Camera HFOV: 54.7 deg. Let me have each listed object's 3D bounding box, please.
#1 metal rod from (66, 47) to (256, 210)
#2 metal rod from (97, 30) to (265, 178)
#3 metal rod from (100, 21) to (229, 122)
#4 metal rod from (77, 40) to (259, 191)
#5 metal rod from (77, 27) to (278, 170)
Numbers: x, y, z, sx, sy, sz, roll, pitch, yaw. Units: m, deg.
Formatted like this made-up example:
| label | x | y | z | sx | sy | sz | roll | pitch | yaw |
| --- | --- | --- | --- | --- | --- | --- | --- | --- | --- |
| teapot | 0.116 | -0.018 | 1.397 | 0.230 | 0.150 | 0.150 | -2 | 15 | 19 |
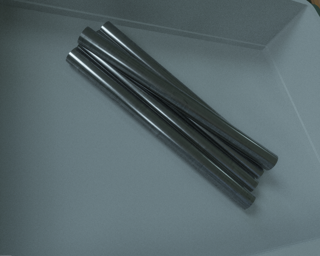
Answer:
| label | x | y | z | sx | sy | sz | roll | pitch | yaw |
| --- | --- | --- | --- | --- | --- | --- | --- | --- | --- |
| metal rod | 0.002 | 0.001 | 0.404 | 0.300 | 0.025 | 0.025 | 40 | 51 | -1 |
| metal rod | 0.024 | -0.031 | 0.435 | 0.300 | 0.025 | 0.025 | 40 | 51 | -1 |
| metal rod | 0.034 | -0.048 | 0.451 | 0.300 | 0.025 | 0.025 | 40 | 51 | -1 |
| metal rod | 0.011 | -0.017 | 0.420 | 0.300 | 0.025 | 0.025 | 40 | 51 | -1 |
| metal rod | 0.028 | -0.035 | 0.407 | 0.301 | 0.025 | 0.025 | 33 | 51 | -6 |
